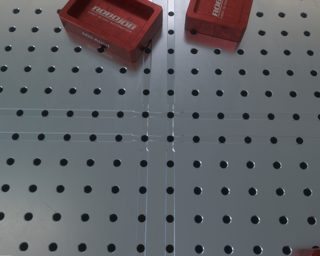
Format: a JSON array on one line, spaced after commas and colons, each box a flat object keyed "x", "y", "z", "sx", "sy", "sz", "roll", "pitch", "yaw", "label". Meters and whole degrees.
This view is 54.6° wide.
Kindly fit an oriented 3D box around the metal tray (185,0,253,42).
[{"x": 0.098, "y": -0.205, "z": 0.484, "sx": 0.090, "sy": 0.030, "sz": 0.130, "roll": 15, "pitch": 71, "yaw": 5, "label": "metal tray"}]

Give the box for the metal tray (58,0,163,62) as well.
[{"x": -0.072, "y": -0.167, "z": 0.469, "sx": 0.130, "sy": 0.030, "sz": 0.090, "roll": 28, "pitch": 72, "yaw": 9, "label": "metal tray"}]

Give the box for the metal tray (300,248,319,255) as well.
[{"x": 0.234, "y": 0.179, "z": 0.345, "sx": 0.131, "sy": 0.030, "sz": 0.090, "roll": -4, "pitch": 70, "yaw": -2, "label": "metal tray"}]
